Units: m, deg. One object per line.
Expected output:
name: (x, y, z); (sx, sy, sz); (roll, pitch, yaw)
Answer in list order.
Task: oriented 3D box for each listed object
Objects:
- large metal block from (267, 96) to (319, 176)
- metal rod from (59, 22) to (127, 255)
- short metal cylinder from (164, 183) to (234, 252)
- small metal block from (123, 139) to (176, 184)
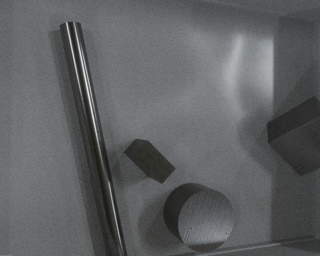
large metal block: (0.218, 0.014, 0.457); (0.080, 0.080, 0.050); (42, 36, -16)
metal rod: (-0.080, 0.023, 0.381); (0.025, 0.025, 0.298); (-12, 94, -20)
short metal cylinder: (0.051, 0.118, 0.418); (0.081, 0.050, 0.079); (0, 90, -20)
small metal block: (-0.014, 0.041, 0.393); (0.050, 0.050, 0.025); (46, 76, -15)
